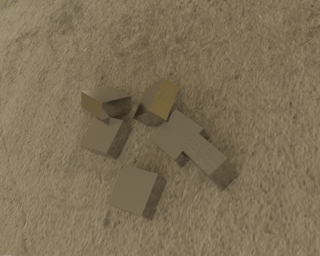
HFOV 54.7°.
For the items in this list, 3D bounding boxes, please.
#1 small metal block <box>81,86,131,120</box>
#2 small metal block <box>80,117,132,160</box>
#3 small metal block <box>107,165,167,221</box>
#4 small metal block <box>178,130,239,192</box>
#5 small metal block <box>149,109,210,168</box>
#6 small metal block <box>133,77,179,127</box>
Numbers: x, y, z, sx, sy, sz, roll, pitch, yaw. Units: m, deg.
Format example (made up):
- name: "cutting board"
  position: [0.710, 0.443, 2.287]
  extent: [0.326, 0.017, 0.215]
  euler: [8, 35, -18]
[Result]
- name: "small metal block"
  position: [-0.078, -0.038, 0.449]
  extent: [0.050, 0.025, 0.050]
  euler: [-20, 37, -42]
- name: "small metal block"
  position: [-0.075, 0.012, 0.434]
  extent: [0.050, 0.025, 0.050]
  euler: [12, 68, 33]
- name: "small metal block"
  position: [-0.027, 0.077, 0.370]
  extent: [0.050, 0.025, 0.050]
  euler: [9, 66, 32]
- name: "small metal block"
  position: [0.053, 0.036, 0.337]
  extent: [0.025, 0.050, 0.050]
  euler: [-44, 51, -2]
- name: "small metal block"
  position: [0.024, 0.012, 0.383]
  extent: [0.050, 0.025, 0.050]
  euler: [-47, 52, -5]
- name: "small metal block"
  position: [-0.005, -0.033, 0.411]
  extent: [0.050, 0.025, 0.050]
  euler: [-18, 46, 60]
